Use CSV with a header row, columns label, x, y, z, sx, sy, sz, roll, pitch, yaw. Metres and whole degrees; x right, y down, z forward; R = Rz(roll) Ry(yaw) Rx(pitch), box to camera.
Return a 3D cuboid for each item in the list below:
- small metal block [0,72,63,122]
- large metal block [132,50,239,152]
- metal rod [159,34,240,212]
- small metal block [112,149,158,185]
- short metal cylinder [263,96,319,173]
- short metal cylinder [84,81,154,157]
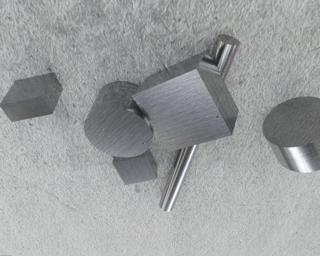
label,x,y,z,sx,sy,sz,roll,pitch,yaw
small metal block,-0.147,-0.036,0.358,0.050,0.050,0.025,-10,129,8
large metal block,0.030,-0.027,0.344,0.080,0.050,0.080,-18,115,32
metal rod,0.042,0.018,0.422,0.025,0.025,0.298,9,130,-8
small metal block,-0.035,0.054,0.453,0.050,0.025,0.050,-13,129,10
short metal cylinder,0.174,0.007,0.379,0.080,0.080,0.050,-25,126,20
short metal cylinder,-0.045,-0.010,0.375,0.080,0.050,0.079,5,133,5
